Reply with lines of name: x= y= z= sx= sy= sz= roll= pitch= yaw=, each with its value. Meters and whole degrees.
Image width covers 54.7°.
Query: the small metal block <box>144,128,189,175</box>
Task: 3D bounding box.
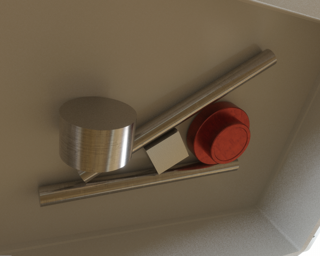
small metal block: x=0.006 y=0.029 z=0.429 sx=0.050 sy=0.025 sz=0.050 roll=-31 pitch=129 yaw=-8

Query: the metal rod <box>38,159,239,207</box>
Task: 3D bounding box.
metal rod: x=-0.013 y=0.071 z=0.446 sx=0.303 sy=0.025 sz=0.025 roll=-5 pitch=121 yaw=-26

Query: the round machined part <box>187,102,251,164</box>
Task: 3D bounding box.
round machined part: x=0.093 y=0.014 z=0.455 sx=0.099 sy=0.042 sz=0.097 roll=-14 pitch=125 yaw=-21

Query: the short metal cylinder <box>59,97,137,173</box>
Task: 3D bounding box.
short metal cylinder: x=-0.068 y=0.005 z=0.339 sx=0.081 sy=0.080 sz=0.050 roll=-5 pitch=121 yaw=-26

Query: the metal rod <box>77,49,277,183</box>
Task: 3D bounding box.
metal rod: x=0.027 y=-0.020 z=0.411 sx=0.301 sy=0.025 sz=0.025 roll=-32 pitch=129 yaw=-8
